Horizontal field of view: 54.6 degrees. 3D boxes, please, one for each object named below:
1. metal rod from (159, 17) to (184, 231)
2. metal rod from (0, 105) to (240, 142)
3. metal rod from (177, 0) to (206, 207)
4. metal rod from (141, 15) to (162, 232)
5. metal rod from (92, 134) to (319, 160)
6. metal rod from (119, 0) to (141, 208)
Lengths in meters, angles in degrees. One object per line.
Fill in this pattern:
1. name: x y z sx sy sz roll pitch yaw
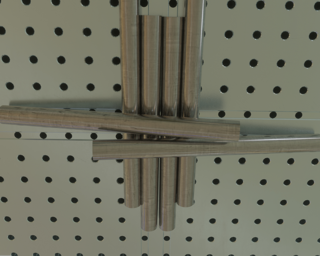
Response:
1. metal rod: 0.013 0.008 0.417 0.025 0.025 0.298 1 110 0
2. metal rod: -0.056 -0.007 0.386 0.301 0.025 0.025 4 110 8
3. metal rod: 0.039 -0.031 0.401 0.025 0.025 0.298 1 110 0
4. metal rod: -0.013 0.008 0.415 0.025 0.025 0.298 1 110 -1
5. metal rod: 0.068 0.024 0.400 0.302 0.025 0.025 -1 110 -9
6. metal rod: -0.037 -0.030 0.401 0.025 0.025 0.298 1 110 0
